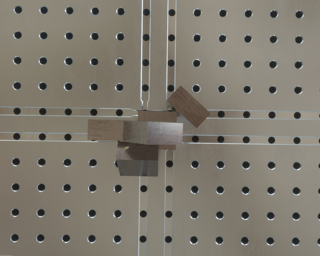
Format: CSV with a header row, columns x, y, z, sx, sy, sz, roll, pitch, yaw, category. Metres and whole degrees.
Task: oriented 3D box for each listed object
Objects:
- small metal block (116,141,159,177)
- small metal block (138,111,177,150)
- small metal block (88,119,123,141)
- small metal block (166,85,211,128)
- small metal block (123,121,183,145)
x,y,z,sx,sy,sz,roll,pitch,yaw,category
-0.027,0.041,0.398,0.050,0.050,0.025,1,59,0,small metal block
-0.004,0.003,0.413,0.050,0.025,0.050,2,90,-1,small metal block
-0.062,0.002,0.400,0.050,0.050,0.025,2,91,1,small metal block
0.035,-0.026,0.401,0.050,0.050,0.025,43,90,0,small metal block
-0.009,0.005,0.366,0.050,0.050,0.025,2,91,-37,small metal block
